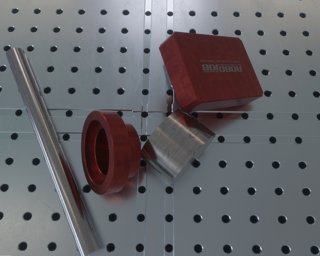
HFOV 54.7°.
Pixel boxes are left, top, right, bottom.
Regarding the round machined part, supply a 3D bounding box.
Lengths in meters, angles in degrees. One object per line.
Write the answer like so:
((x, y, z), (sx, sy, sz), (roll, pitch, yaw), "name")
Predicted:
((-0.057, 0.028, 0.370), (0.042, 0.098, 0.098), (-2, 67, -34), "round machined part")

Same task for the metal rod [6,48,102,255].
((-0.145, 0.018, 0.403), (0.025, 0.025, 0.299), (-25, 72, -9), "metal rod")

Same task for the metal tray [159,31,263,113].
((0.069, -0.072, 0.394), (0.131, 0.030, 0.090), (-10, 76, -40), "metal tray")

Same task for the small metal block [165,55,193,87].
((0.029, -0.091, 0.429), (0.025, 0.050, 0.050), (-4, 69, -24), "small metal block")

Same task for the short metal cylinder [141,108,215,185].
((0.022, 0.022, 0.375), (0.050, 0.080, 0.080), (41, 75, 13), "short metal cylinder")
